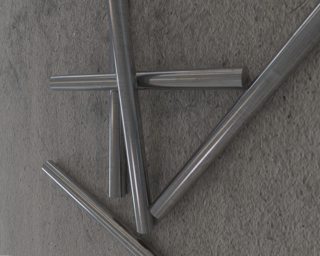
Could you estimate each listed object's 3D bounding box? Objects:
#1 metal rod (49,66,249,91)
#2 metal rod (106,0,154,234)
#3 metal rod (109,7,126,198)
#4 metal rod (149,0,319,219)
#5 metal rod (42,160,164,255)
[{"bbox_3d":[-0.037,-0.062,0.409,0.300,0.025,0.025,4,93,32],"label":"metal rod"},{"bbox_3d":[-0.035,-0.008,0.392,0.025,0.025,0.298,4,106,40],"label":"metal rod"},{"bbox_3d":[-0.062,-0.049,0.456,0.025,0.025,0.298,1,90,40],"label":"metal rod"},{"bbox_3d":[0.076,0.001,0.342,0.025,0.025,0.298,51,119,28],"label":"metal rod"},{"bbox_3d":[-0.101,0.127,0.488,0.300,0.025,0.025,28,107,36],"label":"metal rod"}]
